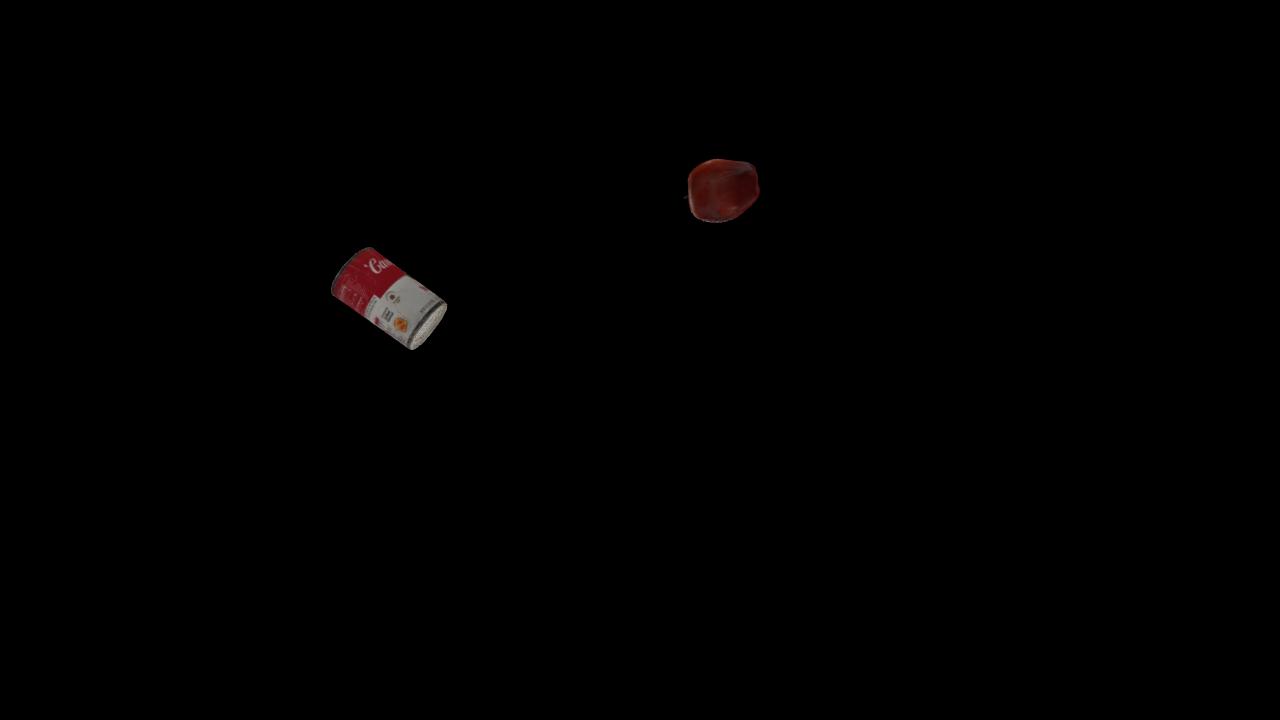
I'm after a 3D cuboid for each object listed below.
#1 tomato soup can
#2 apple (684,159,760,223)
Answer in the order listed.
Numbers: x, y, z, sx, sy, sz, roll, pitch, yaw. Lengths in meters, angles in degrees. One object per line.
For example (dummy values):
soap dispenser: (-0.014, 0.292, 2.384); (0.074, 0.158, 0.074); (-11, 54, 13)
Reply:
tomato soup can: (-0.272, -0.066, 0.672); (0.101, 0.068, 0.068); (37, -4, -5)
apple: (0.100, -0.209, 0.762); (0.093, 0.079, 0.079); (-10, -2, 10)
